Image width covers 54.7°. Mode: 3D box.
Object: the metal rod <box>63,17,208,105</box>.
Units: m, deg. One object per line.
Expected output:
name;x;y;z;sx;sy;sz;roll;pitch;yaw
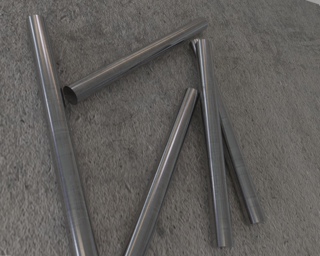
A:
metal rod;-0.016;-0.113;0.463;0.025;0.025;0.302;47;51;4

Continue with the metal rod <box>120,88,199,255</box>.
metal rod;0.001;0.060;0.367;0.025;0.025;0.300;30;52;-9

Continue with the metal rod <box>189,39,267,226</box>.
metal rod;0.092;-0.010;0.459;0.025;0.025;0.299;1;61;-28

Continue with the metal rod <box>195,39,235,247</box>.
metal rod;0.071;0.003;0.423;0.025;0.025;0.299;10;62;-23

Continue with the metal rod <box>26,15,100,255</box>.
metal rod;-0.114;-0.006;0.345;0.025;0.025;0.299;-6;64;-31
